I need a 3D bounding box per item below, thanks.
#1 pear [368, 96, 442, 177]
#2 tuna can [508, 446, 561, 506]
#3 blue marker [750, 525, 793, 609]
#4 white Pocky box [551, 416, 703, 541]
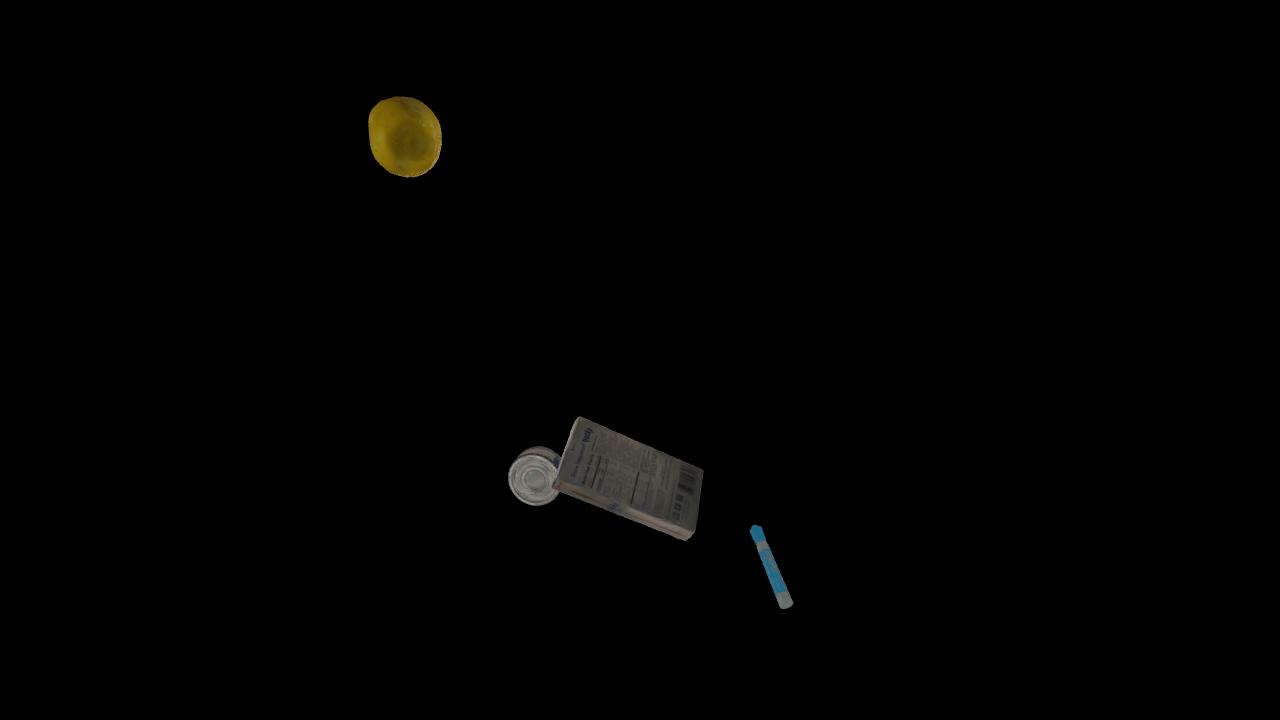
[{"bbox_3d":[-0.259,-0.245,0.661,0.080,0.080,0.111,0,31,-40],"label":"pear"},{"bbox_3d":[-0.153,0.174,0.919,0.084,0.084,0.034,0,12,8],"label":"tuna can"},{"bbox_3d":[0.177,0.279,0.841,0.020,0.020,0.121,0,41,-17],"label":"blue marker"},{"bbox_3d":[-0.009,0.125,0.649,0.154,0.084,0.028,24,-45,-9],"label":"white Pocky box"}]
